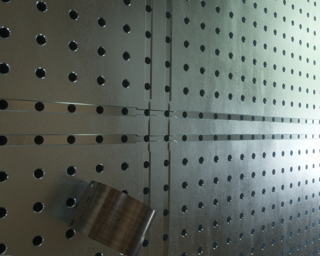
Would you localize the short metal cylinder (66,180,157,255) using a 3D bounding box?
[{"bbox_3d":[-0.051,0.097,0.331,0.080,0.080,0.050,40,66,-33],"label":"short metal cylinder"}]
